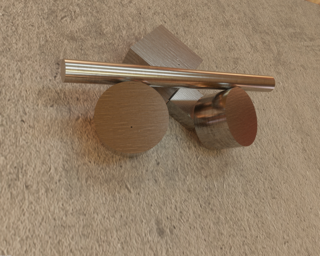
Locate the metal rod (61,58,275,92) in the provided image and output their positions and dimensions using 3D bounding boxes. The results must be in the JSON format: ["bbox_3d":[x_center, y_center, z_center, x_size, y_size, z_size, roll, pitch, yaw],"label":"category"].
[{"bbox_3d":[0.032,-0.063,0.394,0.303,0.025,0.025,-1,63,-29],"label":"metal rod"}]

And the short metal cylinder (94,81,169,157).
[{"bbox_3d":[-0.034,-0.008,0.357,0.081,0.050,0.080,2,79,-10],"label":"short metal cylinder"}]

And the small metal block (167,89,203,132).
[{"bbox_3d":[0.040,-0.031,0.445,0.050,0.025,0.050,40,51,-1],"label":"small metal block"}]

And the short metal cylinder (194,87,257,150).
[{"bbox_3d":[0.091,-0.011,0.427,0.081,0.050,0.080,13,72,-44],"label":"short metal cylinder"}]

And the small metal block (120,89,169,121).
[{"bbox_3d":[-0.025,-0.033,0.412,0.050,0.025,0.050,40,50,-1],"label":"small metal block"}]

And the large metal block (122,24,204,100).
[{"bbox_3d":[0.002,-0.089,0.442,0.080,0.050,0.080,41,51,-1],"label":"large metal block"}]
